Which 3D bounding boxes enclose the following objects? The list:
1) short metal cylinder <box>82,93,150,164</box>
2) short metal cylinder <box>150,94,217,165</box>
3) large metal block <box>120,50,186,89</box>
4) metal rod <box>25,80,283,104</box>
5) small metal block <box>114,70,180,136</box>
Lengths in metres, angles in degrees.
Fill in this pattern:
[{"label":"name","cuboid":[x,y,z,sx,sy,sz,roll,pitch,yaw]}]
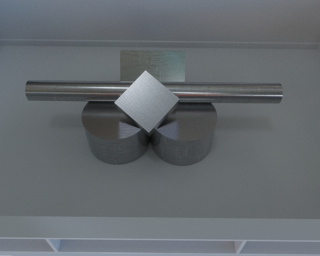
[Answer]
[{"label":"short metal cylinder","cuboid":[-0.053,-0.002,0.388,0.081,0.050,0.080,0,50,0]},{"label":"short metal cylinder","cuboid":[0.028,0.000,0.388,0.081,0.050,0.080,0,50,0]},{"label":"large metal block","cuboid":[-0.009,-0.076,0.424,0.081,0.050,0.080,1,7,0]},{"label":"metal rod","cuboid":[-0.007,-0.044,0.375,0.302,0.025,0.025,1,50,0]},{"label":"small metal block","cuboid":[-0.014,-0.027,0.347,0.050,0.025,0.050,41,81,7]}]
